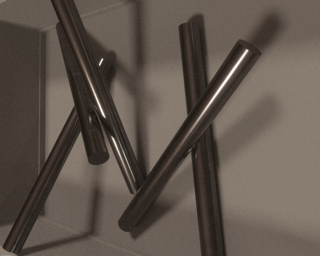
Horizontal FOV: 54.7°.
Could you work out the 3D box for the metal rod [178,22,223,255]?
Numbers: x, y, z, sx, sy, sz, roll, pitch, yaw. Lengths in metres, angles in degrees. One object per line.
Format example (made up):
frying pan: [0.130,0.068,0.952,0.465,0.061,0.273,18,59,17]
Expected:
metal rod: [0.049,0.024,0.365,0.025,0.025,0.298,-9,84,39]

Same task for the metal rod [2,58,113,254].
metal rod: [-0.145,0.034,0.452,0.025,0.025,0.299,18,79,38]

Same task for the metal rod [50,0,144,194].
metal rod: [-0.079,-0.050,0.392,0.025,0.025,0.298,-7,110,39]

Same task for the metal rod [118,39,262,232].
metal rod: [0.016,0.033,0.363,0.025,0.025,0.298,51,128,27]

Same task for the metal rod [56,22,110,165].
metal rod: [-0.121,-0.071,0.453,0.025,0.025,0.300,-50,45,28]
